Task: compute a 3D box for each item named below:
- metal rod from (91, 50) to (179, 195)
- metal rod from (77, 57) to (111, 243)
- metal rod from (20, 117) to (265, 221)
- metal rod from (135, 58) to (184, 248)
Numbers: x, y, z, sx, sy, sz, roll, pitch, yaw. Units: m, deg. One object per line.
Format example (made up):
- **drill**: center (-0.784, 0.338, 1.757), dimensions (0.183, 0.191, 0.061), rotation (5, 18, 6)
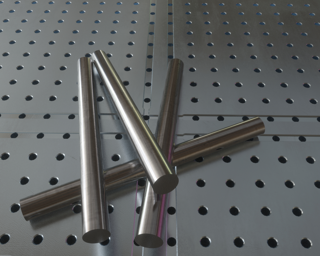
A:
- **metal rod**: center (-0.047, -0.032, 0.392), dimensions (0.025, 0.025, 0.300), rotation (-16, 39, -13)
- **metal rod**: center (-0.088, -0.002, 0.386), dimensions (0.025, 0.025, 0.300), rotation (-9, 44, -8)
- **metal rod**: center (-0.007, 0.042, 0.372), dimensions (0.302, 0.025, 0.025), rotation (-18, 52, -15)
- **metal rod**: center (0.008, -0.001, 0.380), dimensions (0.025, 0.025, 0.300), rotation (5, 42, 4)
